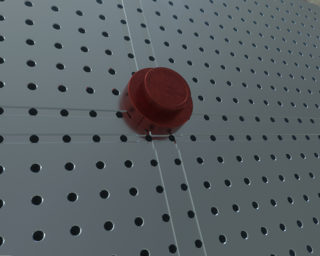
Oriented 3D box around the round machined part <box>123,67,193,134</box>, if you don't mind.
[{"bbox_3d":[0.003,-0.044,0.425,0.099,0.042,0.098,13,56,-21],"label":"round machined part"}]
